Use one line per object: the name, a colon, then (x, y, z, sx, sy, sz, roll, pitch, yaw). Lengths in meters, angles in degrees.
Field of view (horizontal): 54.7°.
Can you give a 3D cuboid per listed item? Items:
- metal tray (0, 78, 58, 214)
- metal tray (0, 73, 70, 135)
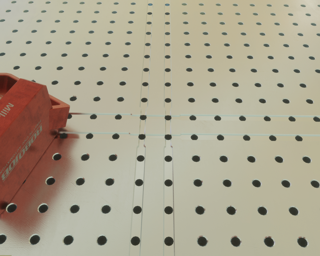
metal tray: (-0.166, 0.019, 0.345, 0.030, 0.089, 0.130, 17, 52, 8)
metal tray: (-0.195, -0.035, 0.398, 0.130, 0.030, 0.091, 27, 20, 23)
